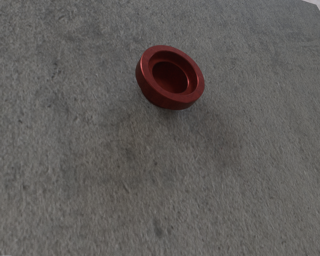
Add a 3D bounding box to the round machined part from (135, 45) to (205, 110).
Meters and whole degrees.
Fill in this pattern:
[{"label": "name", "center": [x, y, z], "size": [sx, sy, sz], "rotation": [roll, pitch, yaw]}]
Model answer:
[{"label": "round machined part", "center": [0.011, -0.067, 0.441], "size": [0.099, 0.042, 0.098], "rotation": [14, 56, -21]}]
